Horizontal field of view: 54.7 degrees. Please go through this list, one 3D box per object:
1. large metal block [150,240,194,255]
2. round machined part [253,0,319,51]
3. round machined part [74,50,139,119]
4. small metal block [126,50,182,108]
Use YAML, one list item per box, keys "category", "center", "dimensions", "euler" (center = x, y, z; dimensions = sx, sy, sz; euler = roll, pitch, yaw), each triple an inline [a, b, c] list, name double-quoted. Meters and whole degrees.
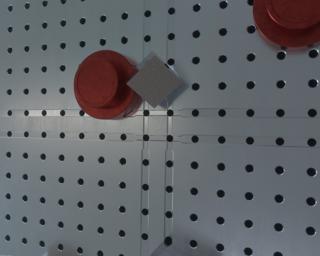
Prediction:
- category: "large metal block"
  center: [0.019, 0.205, 0.392]
  dimensions: [0.080, 0.050, 0.080]
  euler: [22, 97, 18]
- category: "round machined part"
  center: [0.155, -0.140, 0.348]
  dimensions: [0.098, 0.042, 0.097]
  euler: [0, 90, 20]
- category: "round machined part"
  center: [-0.079, -0.061, 0.432]
  dimensions: [0.098, 0.042, 0.097]
  euler: [0, 90, 20]
- category: "small metal block"
  center: [-0.008, -0.063, 0.401]
  dimensions: [0.050, 0.025, 0.050]
  euler: [-43, 115, 14]
